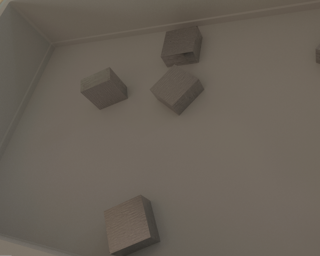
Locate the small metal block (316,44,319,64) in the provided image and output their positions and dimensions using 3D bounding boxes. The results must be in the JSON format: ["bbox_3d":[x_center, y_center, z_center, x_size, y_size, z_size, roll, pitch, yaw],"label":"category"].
[{"bbox_3d":[0.215,-0.092,0.350,0.050,0.025,0.050,34,80,38],"label":"small metal block"}]

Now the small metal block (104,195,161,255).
[{"bbox_3d":[-0.033,0.112,0.353,0.050,0.025,0.050,-26,53,11],"label":"small metal block"}]

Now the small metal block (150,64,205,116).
[{"bbox_3d":[0.023,-0.053,0.425,0.050,0.025,0.050,-46,52,-5],"label":"small metal block"}]

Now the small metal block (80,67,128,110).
[{"bbox_3d":[-0.084,-0.058,0.468,0.050,0.050,0.025,-20,54,16],"label":"small metal block"}]

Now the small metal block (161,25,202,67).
[{"bbox_3d":[0.033,-0.121,0.462,0.050,0.025,0.050,-3,60,26],"label":"small metal block"}]
